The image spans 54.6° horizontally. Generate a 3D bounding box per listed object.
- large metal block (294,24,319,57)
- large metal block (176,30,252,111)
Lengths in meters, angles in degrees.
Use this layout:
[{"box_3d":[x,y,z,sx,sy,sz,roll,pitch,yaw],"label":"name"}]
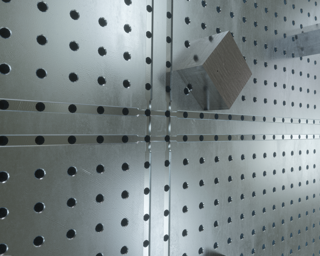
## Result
[{"box_3d":[0.350,-0.195,0.664,0.081,0.080,0.050,-32,110,-35],"label":"large metal block"},{"box_3d":[0.083,-0.083,0.461,0.080,0.050,0.080,52,60,-27],"label":"large metal block"}]
